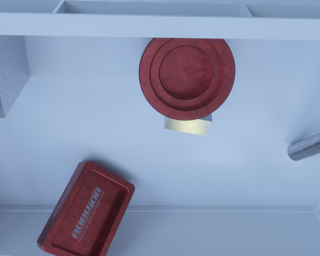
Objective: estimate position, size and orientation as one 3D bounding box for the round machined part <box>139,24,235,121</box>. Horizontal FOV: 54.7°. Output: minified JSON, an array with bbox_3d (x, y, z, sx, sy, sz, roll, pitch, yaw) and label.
[{"bbox_3d":[0.026,-0.060,0.332,0.099,0.042,0.097,-1,107,-4],"label":"round machined part"}]

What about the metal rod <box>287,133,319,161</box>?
[{"bbox_3d":[0.239,-0.014,0.312,0.025,0.025,0.299,15,157,-13],"label":"metal rod"}]

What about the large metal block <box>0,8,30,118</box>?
[{"bbox_3d":[-0.174,-0.068,0.312,0.050,0.080,0.079,6,130,-6],"label":"large metal block"}]

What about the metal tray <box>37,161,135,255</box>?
[{"bbox_3d":[-0.102,0.124,0.448,0.090,0.130,0.030,35,156,-26],"label":"metal tray"}]

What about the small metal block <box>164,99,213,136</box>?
[{"bbox_3d":[0.033,-0.021,0.374,0.050,0.050,0.025,10,136,-9],"label":"small metal block"}]
